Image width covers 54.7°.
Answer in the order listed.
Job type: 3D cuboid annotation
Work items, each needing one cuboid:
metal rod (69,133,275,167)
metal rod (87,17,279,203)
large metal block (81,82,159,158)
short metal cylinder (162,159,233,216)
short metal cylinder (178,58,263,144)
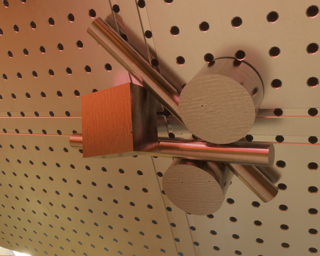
[{"bbox_3d":[-0.009,0.024,0.404,0.300,0.025,0.025,2,120,34],"label":"metal rod"},{"bbox_3d":[0.030,-0.020,0.379,0.300,0.025,0.025,44,129,-3],"label":"metal rod"},{"bbox_3d":[-0.051,-0.005,0.391,0.080,0.050,0.080,-10,79,33],"label":"large metal block"},{"bbox_3d":[0.050,0.067,0.405,0.080,0.050,0.079,13,124,21],"label":"short metal cylinder"},{"bbox_3d":[0.067,-0.030,0.337,0.080,0.050,0.079,13,124,21],"label":"short metal cylinder"}]
